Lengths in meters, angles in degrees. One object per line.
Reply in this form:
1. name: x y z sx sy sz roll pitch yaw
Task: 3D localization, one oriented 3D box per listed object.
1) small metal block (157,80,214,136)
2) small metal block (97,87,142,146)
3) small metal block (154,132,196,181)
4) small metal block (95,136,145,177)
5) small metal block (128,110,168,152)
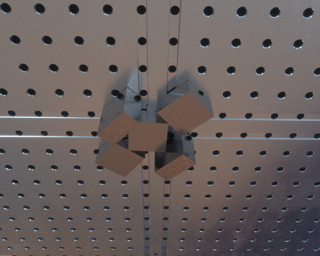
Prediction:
1. small metal block: 0.032 -0.024 0.391 0.050 0.025 0.050 -32 123 25
2. small metal block: -0.049 -0.014 0.382 0.025 0.050 0.050 36 122 -27
3. small metal block: 0.020 0.037 0.426 0.050 0.050 0.025 -35 122 25
4. small metal block: -0.056 0.038 0.443 0.050 0.025 0.050 30 123 -24
5. small metal block: -0.016 0.004 0.414 0.050 0.025 0.050 3 129 -2
